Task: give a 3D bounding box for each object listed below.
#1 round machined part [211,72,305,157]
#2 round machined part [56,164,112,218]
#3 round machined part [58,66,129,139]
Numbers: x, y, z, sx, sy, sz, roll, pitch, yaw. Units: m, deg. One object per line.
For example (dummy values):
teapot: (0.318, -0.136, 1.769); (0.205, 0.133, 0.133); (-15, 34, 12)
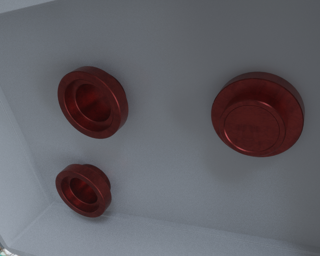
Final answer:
round machined part: (0.103, -0.008, 0.338); (0.098, 0.042, 0.097); (13, 124, 21)
round machined part: (-0.124, 0.101, 0.525); (0.098, 0.042, 0.097); (13, 124, 21)
round machined part: (-0.085, -0.037, 0.420); (0.098, 0.042, 0.097); (13, 124, 21)
